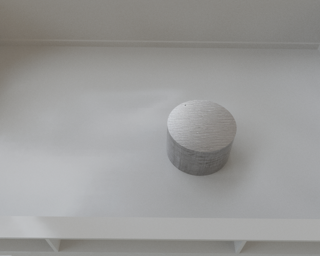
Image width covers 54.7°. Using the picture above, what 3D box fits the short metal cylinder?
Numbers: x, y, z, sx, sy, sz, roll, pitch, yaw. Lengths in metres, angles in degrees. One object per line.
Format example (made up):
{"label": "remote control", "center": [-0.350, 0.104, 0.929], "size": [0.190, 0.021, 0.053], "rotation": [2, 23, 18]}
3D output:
{"label": "short metal cylinder", "center": [0.049, 0.011, 0.380], "size": [0.081, 0.050, 0.080], "rotation": [0, 50, 0]}
